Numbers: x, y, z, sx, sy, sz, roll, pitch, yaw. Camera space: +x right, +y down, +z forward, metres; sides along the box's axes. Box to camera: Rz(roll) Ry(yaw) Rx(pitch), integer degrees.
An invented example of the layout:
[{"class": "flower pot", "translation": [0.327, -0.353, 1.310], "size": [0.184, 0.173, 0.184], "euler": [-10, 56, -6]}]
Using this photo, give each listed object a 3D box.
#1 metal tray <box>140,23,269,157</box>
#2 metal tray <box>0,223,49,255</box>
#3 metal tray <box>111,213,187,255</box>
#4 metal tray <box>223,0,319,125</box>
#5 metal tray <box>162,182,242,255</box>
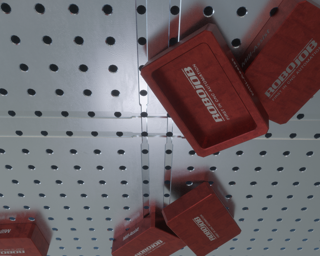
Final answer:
[{"class": "metal tray", "translation": [0.051, -0.036, 0.347], "size": [0.090, 0.030, 0.130], "euler": [-25, 111, 30]}, {"class": "metal tray", "translation": [-0.293, 0.223, 0.596], "size": [0.131, 0.030, 0.090], "euler": [-4, 130, 3]}, {"class": "metal tray", "translation": [-0.020, 0.219, 0.594], "size": [0.090, 0.030, 0.130], "euler": [33, 123, -25]}, {"class": "metal tray", "translation": [0.143, -0.071, 0.349], "size": [0.090, 0.030, 0.129], "euler": [21, 127, -17]}, {"class": "metal tray", "translation": [0.073, 0.159, 0.526], "size": [0.090, 0.030, 0.130], "euler": [-34, 125, 3]}]
